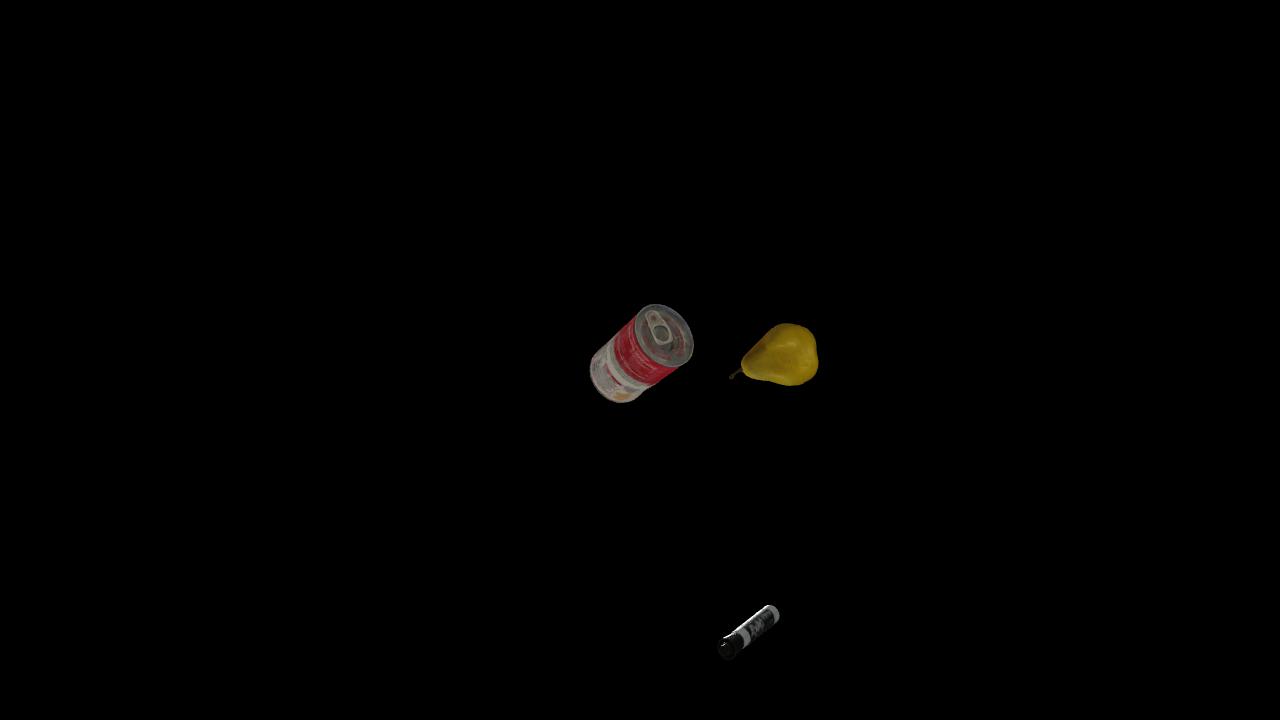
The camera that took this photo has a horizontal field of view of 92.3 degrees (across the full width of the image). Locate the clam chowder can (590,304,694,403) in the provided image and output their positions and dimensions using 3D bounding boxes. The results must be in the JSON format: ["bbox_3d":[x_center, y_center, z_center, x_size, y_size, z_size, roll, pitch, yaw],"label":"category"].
[{"bbox_3d":[-0.001,-0.004,0.628,0.068,0.068,0.102,0,-24,-34],"label":"clam chowder can"}]

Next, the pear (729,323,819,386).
[{"bbox_3d":[0.165,-0.004,0.776,0.111,0.080,0.080,-7,-1,6],"label":"pear"}]

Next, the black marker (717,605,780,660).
[{"bbox_3d":[0.106,0.261,0.593,0.020,0.020,0.121,0,-4,32],"label":"black marker"}]
